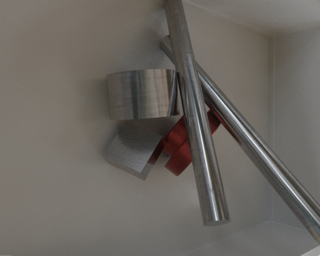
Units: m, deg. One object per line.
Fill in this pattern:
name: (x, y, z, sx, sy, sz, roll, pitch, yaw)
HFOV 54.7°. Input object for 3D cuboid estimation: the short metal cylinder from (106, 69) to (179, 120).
short metal cylinder: (-0.019, -0.037, 0.356, 0.081, 0.080, 0.050, -8, 95, -40)

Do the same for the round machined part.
round machined part: (0.036, 0.011, 0.403, 0.042, 0.098, 0.098, 38, 61, 4)

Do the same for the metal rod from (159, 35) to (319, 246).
metal rod: (0.087, -0.005, 0.359, 0.025, 0.025, 0.299, -12, 57, -40)

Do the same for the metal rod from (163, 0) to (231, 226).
metal rod: (0.034, -0.044, 0.351, 0.025, 0.025, 0.299, 19, 52, -39)

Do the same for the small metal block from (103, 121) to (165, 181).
small metal block: (-0.029, 0.026, 0.364, 0.050, 0.050, 0.025, -59, 159, -24)
